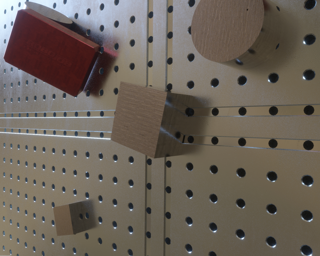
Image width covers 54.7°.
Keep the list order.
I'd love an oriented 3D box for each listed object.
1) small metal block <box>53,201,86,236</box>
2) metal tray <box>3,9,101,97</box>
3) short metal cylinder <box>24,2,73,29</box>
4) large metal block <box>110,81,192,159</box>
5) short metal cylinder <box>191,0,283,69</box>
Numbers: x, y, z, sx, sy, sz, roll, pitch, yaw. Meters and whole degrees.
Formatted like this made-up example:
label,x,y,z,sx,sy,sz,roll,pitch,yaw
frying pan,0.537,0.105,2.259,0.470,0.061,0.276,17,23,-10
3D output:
label,x,y,z,sx,sy,sz,roll,pitch,yaw
small metal block,-0.158,0.159,0.541,0.050,0.025,0.050,-20,78,38
metal tray,-0.174,-0.121,0.501,0.131,0.030,0.089,27,113,-5
short metal cylinder,-0.200,-0.177,0.539,0.080,0.081,0.050,43,116,31
large metal block,-0.013,-0.013,0.404,0.080,0.050,0.079,19,102,38
short metal cylinder,0.080,-0.106,0.327,0.080,0.050,0.080,0,90,40
